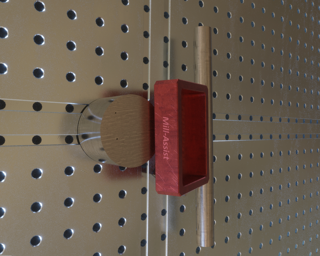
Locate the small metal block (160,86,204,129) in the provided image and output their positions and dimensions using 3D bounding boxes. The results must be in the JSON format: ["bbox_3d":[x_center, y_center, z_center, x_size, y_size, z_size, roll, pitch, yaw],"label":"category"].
[{"bbox_3d":[0.032,-0.029,0.438,0.050,0.025,0.050,-19,103,-39],"label":"small metal block"}]

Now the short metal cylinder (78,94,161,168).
[{"bbox_3d":[-0.045,0.003,0.355,0.081,0.050,0.079,0,90,-40],"label":"short metal cylinder"}]

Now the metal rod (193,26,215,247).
[{"bbox_3d":[0.061,0.012,0.430,0.025,0.025,0.298,-2,91,-40],"label":"metal rod"}]

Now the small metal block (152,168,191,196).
[{"bbox_3d":[0.025,0.059,0.431,0.050,0.025,0.050,47,62,-30],"label":"small metal block"}]

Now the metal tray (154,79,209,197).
[{"bbox_3d":[0.029,0.010,0.381,0.090,0.030,0.129,-3,92,-60],"label":"metal tray"}]
